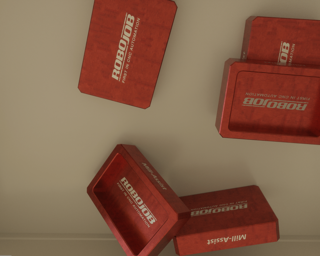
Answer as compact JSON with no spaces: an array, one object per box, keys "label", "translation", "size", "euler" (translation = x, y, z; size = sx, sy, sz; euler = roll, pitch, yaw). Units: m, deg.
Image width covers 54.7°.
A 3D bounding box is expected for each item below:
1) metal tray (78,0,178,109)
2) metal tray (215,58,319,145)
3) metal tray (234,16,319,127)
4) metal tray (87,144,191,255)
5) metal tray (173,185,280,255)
[{"label":"metal tray","translation":[-0.040,-0.096,0.373],"size":[0.091,0.030,0.129],"euler":[14,109,-6]},{"label":"metal tray","translation":[0.138,-0.031,0.365],"size":[0.131,0.030,0.089],"euler":[4,110,-2]},{"label":"metal tray","translation":[0.146,-0.068,0.385],"size":[0.091,0.030,0.129],"euler":[3,110,-2]},{"label":"metal tray","translation":[-0.033,0.094,0.398],"size":[0.030,0.130,0.090],"euler":[13,118,-54]},{"label":"metal tray","translation":[0.082,0.122,0.421],"size":[0.131,0.090,0.030],"euler":[-10,108,3]}]
